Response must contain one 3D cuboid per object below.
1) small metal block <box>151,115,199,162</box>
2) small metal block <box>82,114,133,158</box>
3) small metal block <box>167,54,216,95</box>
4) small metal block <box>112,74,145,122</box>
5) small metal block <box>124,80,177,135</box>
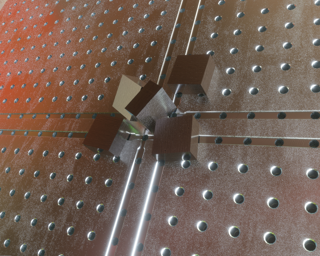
[{"bbox_3d":[0.020,0.014,0.390,0.050,0.025,0.050,-7,59,25],"label":"small metal block"},{"bbox_3d":[-0.075,0.011,0.442,0.050,0.025,0.050,10,67,32],"label":"small metal block"},{"bbox_3d":[0.044,-0.074,0.432,0.050,0.025,0.050,6,64,31],"label":"small metal block"},{"bbox_3d":[-0.038,-0.042,0.439,0.050,0.025,0.050,38,114,43],"label":"small metal block"},{"bbox_3d":[-0.011,-0.027,0.416,0.050,0.050,0.025,-49,52,-6],"label":"small metal block"}]
